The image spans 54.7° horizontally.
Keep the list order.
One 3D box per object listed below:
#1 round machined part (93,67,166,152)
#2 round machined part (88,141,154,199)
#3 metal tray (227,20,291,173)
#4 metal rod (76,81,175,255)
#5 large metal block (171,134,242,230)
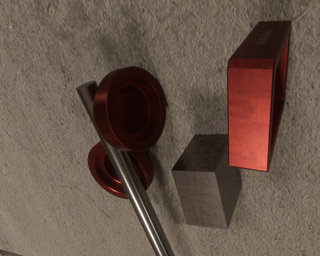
[{"bbox_3d":[-0.040,-0.021,0.367,0.042,0.099,0.098,-3,118,40],"label":"round machined part"},{"bbox_3d":[-0.053,0.053,0.455,0.098,0.042,0.097,13,124,20],"label":"round machined part"},{"bbox_3d":[0.090,-0.035,0.270,0.030,0.131,0.089,7,121,24],"label":"metal tray"},{"bbox_3d":[-0.036,0.079,0.418,0.025,0.025,0.298,-8,115,31],"label":"metal rod"},{"bbox_3d":[0.061,0.062,0.376,0.050,0.080,0.080,-2,118,29],"label":"large metal block"}]
